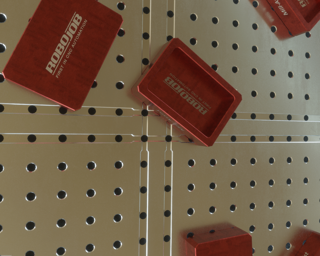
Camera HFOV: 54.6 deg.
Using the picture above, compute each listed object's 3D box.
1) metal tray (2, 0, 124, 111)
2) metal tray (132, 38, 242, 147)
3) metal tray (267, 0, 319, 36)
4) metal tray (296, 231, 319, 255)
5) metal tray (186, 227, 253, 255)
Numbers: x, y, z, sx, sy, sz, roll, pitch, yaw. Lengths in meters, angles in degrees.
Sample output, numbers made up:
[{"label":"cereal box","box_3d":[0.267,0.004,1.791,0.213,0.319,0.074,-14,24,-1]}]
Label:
[{"label":"metal tray","box_3d":[-0.112,-0.095,0.369,0.090,0.030,0.130,27,81,-18]},{"label":"metal tray","box_3d":[0.039,-0.046,0.423,0.130,0.030,0.090,38,78,-16]},{"label":"metal tray","box_3d":[0.210,-0.224,0.486,0.130,0.030,0.090,47,76,-14]},{"label":"metal tray","box_3d":[0.250,0.248,0.502,0.090,0.030,0.130,46,76,-14]},{"label":"metal tray","box_3d":[0.087,0.217,0.442,0.091,0.030,0.129,-3,91,-20]}]
